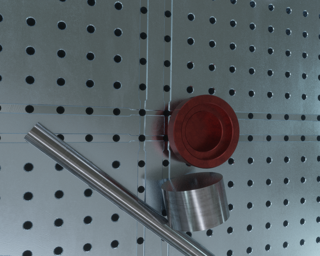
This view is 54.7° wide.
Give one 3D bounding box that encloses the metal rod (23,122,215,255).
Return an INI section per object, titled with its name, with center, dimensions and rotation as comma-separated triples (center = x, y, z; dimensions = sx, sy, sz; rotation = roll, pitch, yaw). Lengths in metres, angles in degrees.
[metal rod]
center = -0.039, 0.097, 0.399
dimensions = 0.300, 0.025, 0.025
rotation = 41, 77, -16

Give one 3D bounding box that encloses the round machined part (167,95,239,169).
[round machined part]
center = 0.056, 0.005, 0.426
dimensions = 0.099, 0.042, 0.097
rotation = 0, 90, -21

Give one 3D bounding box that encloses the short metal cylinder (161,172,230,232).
[short metal cylinder]
center = 0.046, 0.093, 0.402
dimensions = 0.081, 0.080, 0.050
rotation = -13, 95, -20
